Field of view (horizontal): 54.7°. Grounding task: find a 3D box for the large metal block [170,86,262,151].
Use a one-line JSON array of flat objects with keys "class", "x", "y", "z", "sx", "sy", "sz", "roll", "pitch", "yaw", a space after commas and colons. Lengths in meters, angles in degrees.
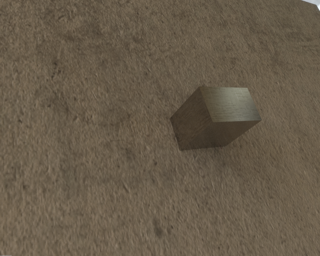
[{"class": "large metal block", "x": 0.072, "y": -0.012, "z": 0.416, "sx": 0.081, "sy": 0.080, "sz": 0.050, "roll": -3, "pitch": 63, "yaw": -30}]
